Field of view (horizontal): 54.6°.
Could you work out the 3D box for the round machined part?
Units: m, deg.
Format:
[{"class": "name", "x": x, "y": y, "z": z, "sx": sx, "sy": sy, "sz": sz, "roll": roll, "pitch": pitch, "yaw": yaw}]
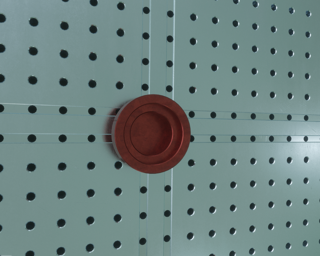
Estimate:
[{"class": "round machined part", "x": -0.014, "y": 0.007, "z": 0.398, "sx": 0.099, "sy": 0.042, "sz": 0.097, "roll": 0, "pitch": 90, "yaw": -20}]
